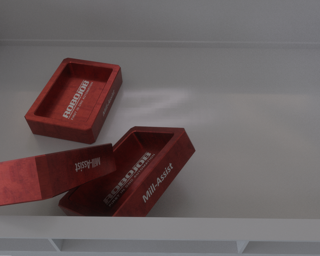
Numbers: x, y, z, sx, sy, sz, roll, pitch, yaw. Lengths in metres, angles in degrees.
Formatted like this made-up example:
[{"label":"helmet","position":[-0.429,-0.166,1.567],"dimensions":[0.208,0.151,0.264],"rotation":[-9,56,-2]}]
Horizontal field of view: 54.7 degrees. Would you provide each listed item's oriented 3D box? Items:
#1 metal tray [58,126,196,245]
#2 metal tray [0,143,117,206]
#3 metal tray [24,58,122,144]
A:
[{"label":"metal tray","position":[-0.033,0.051,0.330],"dimensions":[0.090,0.030,0.131],"rotation":[2,41,46]},{"label":"metal tray","position":[-0.105,0.039,0.277],"dimensions":[0.090,0.130,0.030],"rotation":[-10,89,12]},{"label":"metal tray","position":[-0.115,-0.043,0.436],"dimensions":[0.090,0.030,0.130],"rotation":[10,51,8]}]
